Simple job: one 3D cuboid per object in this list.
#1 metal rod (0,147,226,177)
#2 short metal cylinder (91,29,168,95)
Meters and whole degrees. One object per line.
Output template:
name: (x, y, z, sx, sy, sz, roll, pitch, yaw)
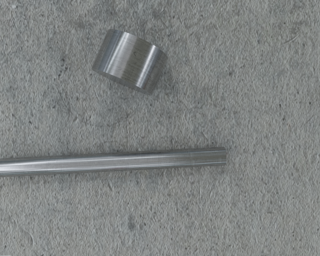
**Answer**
metal rod: (-0.065, 0.045, 0.409, 0.302, 0.025, 0.025, -3, 90, -1)
short metal cylinder: (-0.037, -0.079, 0.382, 0.080, 0.080, 0.050, 23, 90, -1)
